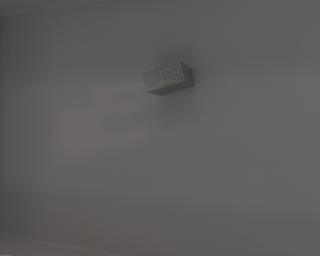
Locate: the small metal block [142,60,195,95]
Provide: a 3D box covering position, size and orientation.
[{"bbox_3d":[0.012,-0.062,0.393,0.050,0.050,0.025,-14,86,19],"label":"small metal block"}]
